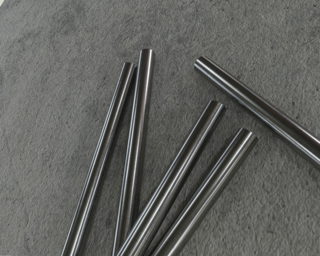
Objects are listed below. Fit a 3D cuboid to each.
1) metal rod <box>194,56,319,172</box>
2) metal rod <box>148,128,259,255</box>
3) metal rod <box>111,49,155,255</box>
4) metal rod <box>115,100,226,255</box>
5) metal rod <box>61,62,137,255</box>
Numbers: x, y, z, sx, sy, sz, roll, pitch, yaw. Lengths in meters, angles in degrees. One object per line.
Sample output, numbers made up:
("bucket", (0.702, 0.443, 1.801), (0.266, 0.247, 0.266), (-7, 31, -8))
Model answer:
("metal rod", (0.134, 0.000, 0.333), (0.025, 0.025, 0.300), (-41, 51, 0))
("metal rod", (0.009, 0.125, 0.322), (0.025, 0.025, 0.300), (30, 78, 37))
("metal rod", (-0.030, 0.014, 0.410), (0.025, 0.025, 0.299), (-9, 57, 23))
("metal rod", (-0.006, 0.092, 0.333), (0.025, 0.025, 0.300), (18, 66, 35))
("metal rod", (-0.077, 0.037, 0.422), (0.025, 0.025, 0.300), (-1, 61, 28))
